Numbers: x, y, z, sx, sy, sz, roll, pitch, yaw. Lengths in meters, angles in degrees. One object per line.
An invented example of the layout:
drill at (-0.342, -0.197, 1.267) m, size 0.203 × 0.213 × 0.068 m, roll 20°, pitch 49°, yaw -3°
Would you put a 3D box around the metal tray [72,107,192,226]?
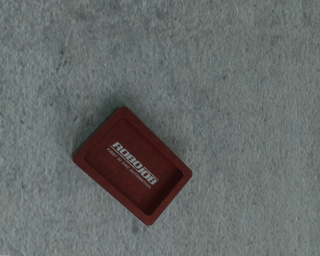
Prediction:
metal tray at (-0.033, 0.048, 0.393) m, size 0.130 × 0.030 × 0.090 m, roll 45°, pitch 76°, yaw -15°
